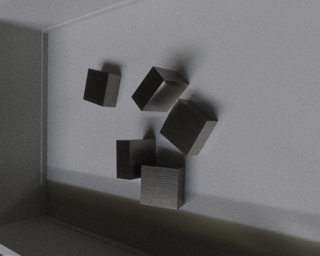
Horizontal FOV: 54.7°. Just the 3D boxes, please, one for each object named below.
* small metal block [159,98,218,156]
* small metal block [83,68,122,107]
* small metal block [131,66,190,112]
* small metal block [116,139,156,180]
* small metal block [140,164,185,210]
[{"bbox_3d":[0.034,-0.001,0.379,0.050,0.025,0.050,41,115,32],"label":"small metal block"},{"bbox_3d":[-0.090,-0.063,0.482,0.050,0.025,0.050,20,103,38],"label":"small metal block"},{"bbox_3d":[0.001,-0.047,0.390,0.050,0.050,0.025,-51,60,28],"label":"small metal block"},{"bbox_3d":[-0.031,0.041,0.416,0.025,0.050,0.050,-1,89,40],"label":"small metal block"},{"bbox_3d":[0.004,0.073,0.396,0.050,0.025,0.050,2,92,24],"label":"small metal block"}]
